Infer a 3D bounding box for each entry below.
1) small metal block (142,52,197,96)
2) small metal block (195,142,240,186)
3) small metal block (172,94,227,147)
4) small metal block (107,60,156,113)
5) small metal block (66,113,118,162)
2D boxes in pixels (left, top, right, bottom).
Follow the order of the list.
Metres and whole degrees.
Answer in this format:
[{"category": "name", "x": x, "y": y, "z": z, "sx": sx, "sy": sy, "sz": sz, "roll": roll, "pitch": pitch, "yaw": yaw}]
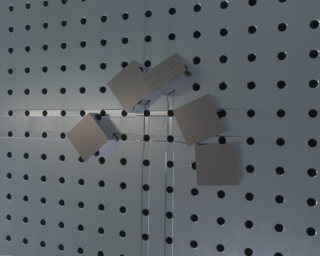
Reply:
[{"category": "small metal block", "x": 0.013, "y": -0.067, "z": 0.395, "sx": 0.050, "sy": 0.050, "sz": 0.025, "roll": -30, "pitch": 80, "yaw": 17}, {"category": "small metal block", "x": 0.072, "y": 0.045, "z": 0.387, "sx": 0.050, "sy": 0.025, "sz": 0.050, "roll": -5, "pitch": 88, "yaw": 20}, {"category": "small metal block", "x": 0.051, "y": -0.009, "z": 0.395, "sx": 0.050, "sy": 0.025, "sz": 0.050, "roll": -24, "pitch": 82, "yaw": 18}, {"category": "small metal block", "x": -0.036, "y": -0.056, "z": 0.426, "sx": 0.050, "sy": 0.025, "sz": 0.050, "roll": -38, "pitch": 78, "yaw": 16}, {"category": "small metal block", "x": -0.099, "y": 0.013, "z": 0.448, "sx": 0.050, "sy": 0.025, "sz": 0.050, "roll": -41, "pitch": 77, "yaw": 15}]
